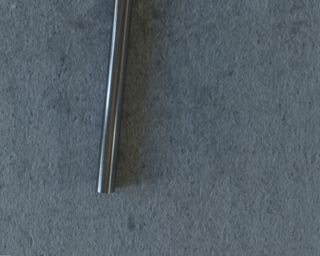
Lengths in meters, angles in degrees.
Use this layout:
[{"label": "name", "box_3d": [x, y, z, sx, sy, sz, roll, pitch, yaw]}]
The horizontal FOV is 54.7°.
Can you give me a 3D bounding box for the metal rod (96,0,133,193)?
[{"label": "metal rod", "box_3d": [-0.058, -0.065, 0.409, 0.025, 0.025, 0.298, 5, 90, -1]}]
